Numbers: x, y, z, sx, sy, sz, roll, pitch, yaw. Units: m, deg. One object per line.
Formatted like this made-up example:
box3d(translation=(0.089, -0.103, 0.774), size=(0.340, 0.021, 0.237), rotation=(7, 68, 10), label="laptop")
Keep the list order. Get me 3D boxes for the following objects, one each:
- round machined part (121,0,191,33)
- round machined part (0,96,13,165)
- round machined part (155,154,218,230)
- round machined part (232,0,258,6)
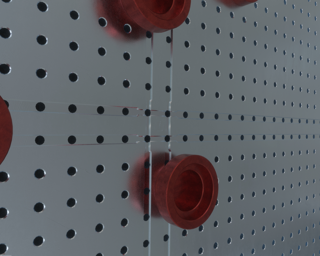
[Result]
box3d(translation=(-0.010, -0.168, 0.388), size=(0.099, 0.042, 0.097), rotation=(0, 90, -40), label="round machined part")
box3d(translation=(-0.177, 0.002, 0.249), size=(0.099, 0.042, 0.097), rotation=(0, 90, -40), label="round machined part")
box3d(translation=(0.032, 0.084, 0.424), size=(0.099, 0.042, 0.097), rotation=(0, 90, -40), label="round machined part")
box3d(translation=(0.149, -0.261, 0.521), size=(0.099, 0.042, 0.097), rotation=(0, 90, -40), label="round machined part")
